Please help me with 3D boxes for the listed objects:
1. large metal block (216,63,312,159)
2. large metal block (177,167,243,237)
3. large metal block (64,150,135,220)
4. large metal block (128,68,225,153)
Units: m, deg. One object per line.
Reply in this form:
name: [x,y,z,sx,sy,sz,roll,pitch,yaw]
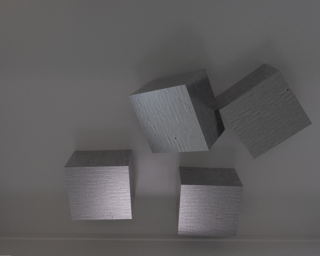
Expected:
large metal block: [0.126,-0.022,0.391,0.080,0.050,0.080,-35,107,11]
large metal block: [0.066,0.103,0.436,0.081,0.050,0.079,2,110,-1]
large metal block: [-0.079,0.077,0.426,0.080,0.050,0.079,-1,110,0]
large metal block: [0.021,-0.018,0.372,0.080,0.050,0.080,-6,114,38]
